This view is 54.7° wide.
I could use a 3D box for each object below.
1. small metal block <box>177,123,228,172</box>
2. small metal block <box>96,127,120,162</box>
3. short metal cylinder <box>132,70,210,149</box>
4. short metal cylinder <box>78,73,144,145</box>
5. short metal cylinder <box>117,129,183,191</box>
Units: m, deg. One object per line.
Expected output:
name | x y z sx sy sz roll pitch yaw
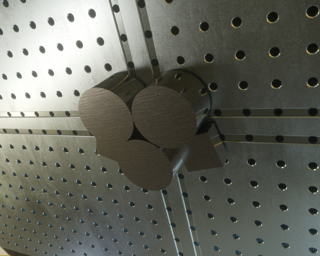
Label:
small metal block | 0.052 0.026 0.395 0.050 0.025 0.050 -15 111 34
small metal block | -0.065 0.020 0.453 0.050 0.025 0.050 19 126 17
short metal cylinder | 0.014 -0.022 0.369 0.080 0.050 0.079 13 124 21
short metal cylinder | -0.058 -0.025 0.405 0.080 0.050 0.079 13 124 21
short metal cylinder | -0.010 0.037 0.419 0.080 0.050 0.079 13 124 21
